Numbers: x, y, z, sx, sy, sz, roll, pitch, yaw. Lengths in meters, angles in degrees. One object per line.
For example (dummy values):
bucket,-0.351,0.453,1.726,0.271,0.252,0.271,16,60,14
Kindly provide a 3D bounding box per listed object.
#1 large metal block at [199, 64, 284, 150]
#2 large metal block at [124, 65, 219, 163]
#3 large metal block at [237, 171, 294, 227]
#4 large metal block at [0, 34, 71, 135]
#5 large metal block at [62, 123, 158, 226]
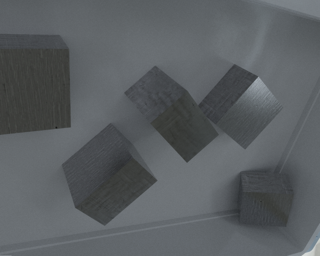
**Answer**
large metal block,0.113,-0.028,0.436,0.080,0.050,0.080,-49,129,7
large metal block,0.013,-0.017,0.369,0.050,0.080,0.080,-42,129,0
large metal block,0.182,0.125,0.547,0.080,0.050,0.079,2,123,8
large metal block,-0.131,-0.043,0.294,0.081,0.050,0.079,-7,122,-25
large metal block,-0.063,0.053,0.372,0.080,0.080,0.050,-41,129,-1
